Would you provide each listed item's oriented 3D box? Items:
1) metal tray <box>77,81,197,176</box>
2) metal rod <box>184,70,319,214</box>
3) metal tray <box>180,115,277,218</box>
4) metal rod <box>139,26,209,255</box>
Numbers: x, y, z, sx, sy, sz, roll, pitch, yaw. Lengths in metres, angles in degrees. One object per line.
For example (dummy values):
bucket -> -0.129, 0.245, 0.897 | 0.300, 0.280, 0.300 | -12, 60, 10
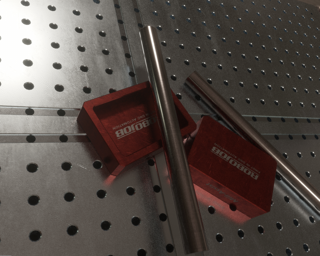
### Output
metal tray -> -0.026, -0.008, 0.396 | 0.131, 0.030, 0.090 | -25, 76, -37
metal rod -> 0.153, 0.024, 0.478 | 0.300, 0.025, 0.025 | 45, 51, 2
metal tray -> 0.096, 0.052, 0.427 | 0.130, 0.030, 0.090 | 32, 51, -8
metal rod -> 0.010, -0.005, 0.379 | 0.025, 0.025, 0.299 | 3, 61, -27
